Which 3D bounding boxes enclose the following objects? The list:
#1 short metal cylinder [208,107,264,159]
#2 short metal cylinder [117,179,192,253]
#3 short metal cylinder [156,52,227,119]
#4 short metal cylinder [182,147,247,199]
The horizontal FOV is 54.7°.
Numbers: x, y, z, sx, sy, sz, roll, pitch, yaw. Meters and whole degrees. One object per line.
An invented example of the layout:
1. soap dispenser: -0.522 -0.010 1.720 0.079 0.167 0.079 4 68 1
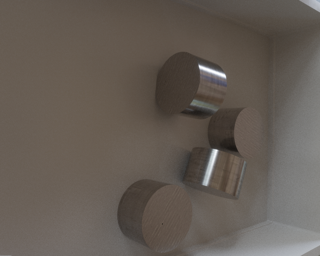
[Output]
1. short metal cylinder: 0.122 0.007 0.496 0.081 0.050 0.079 0 90 -40
2. short metal cylinder: -0.006 0.107 0.388 0.081 0.050 0.079 0 90 -40
3. short metal cylinder: 0.040 -0.054 0.406 0.050 0.080 0.080 9 84 -40
4. short metal cylinder: 0.077 0.065 0.438 0.080 0.080 0.050 30 71 -37
